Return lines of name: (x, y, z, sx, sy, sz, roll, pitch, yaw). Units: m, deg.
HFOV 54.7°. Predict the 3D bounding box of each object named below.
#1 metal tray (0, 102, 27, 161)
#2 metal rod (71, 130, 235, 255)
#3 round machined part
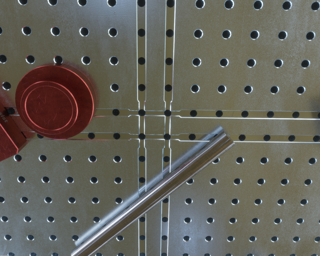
metal tray: (-0.252, -0.009, 0.404, 0.090, 0.030, 0.129, -25, 109, 8)
metal rod: (-0.018, 0.107, 0.452, 0.300, 0.025, 0.025, -40, 106, 13)
round machined part: (-0.133, -0.030, 0.391, 0.099, 0.042, 0.097, 0, 110, -1)
